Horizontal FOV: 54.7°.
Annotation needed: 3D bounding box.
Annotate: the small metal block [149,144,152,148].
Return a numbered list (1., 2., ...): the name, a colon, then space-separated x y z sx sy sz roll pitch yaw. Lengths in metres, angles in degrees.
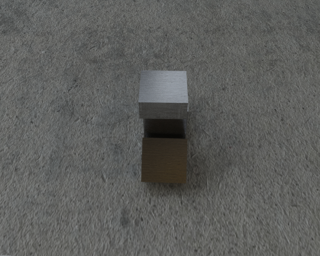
1. small metal block: 0.006 0.011 0.396 0.050 0.025 0.050 2 50 1

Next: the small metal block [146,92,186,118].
1. small metal block: 0.009 -0.032 0.416 0.050 0.025 0.050 2 14 1

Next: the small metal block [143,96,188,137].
1. small metal block: 0.006 -0.013 0.366 0.050 0.050 0.025 2 50 1

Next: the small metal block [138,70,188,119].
1. small metal block: 0.004 -0.037 0.338 0.050 0.025 0.050 1 50 0

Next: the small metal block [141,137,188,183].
1. small metal block: 0.005 0.036 0.358 0.050 0.025 0.050 2 91 1
